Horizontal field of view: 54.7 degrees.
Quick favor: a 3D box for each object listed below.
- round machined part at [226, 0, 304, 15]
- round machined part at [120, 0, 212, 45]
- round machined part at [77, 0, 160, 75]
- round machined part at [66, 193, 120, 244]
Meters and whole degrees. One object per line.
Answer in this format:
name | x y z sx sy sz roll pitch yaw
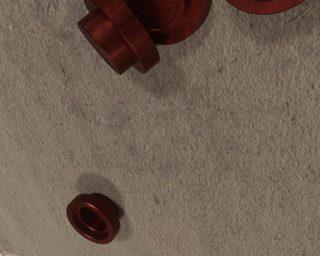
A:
round machined part | 0.092 -0.148 0.255 0.098 0.042 0.097 13 124 20
round machined part | -0.001 -0.132 0.313 0.098 0.042 0.097 13 124 20
round machined part | -0.048 -0.094 0.324 0.042 0.098 0.098 -41 97 -4
round machined part | -0.112 0.154 0.548 0.098 0.042 0.097 13 124 20
